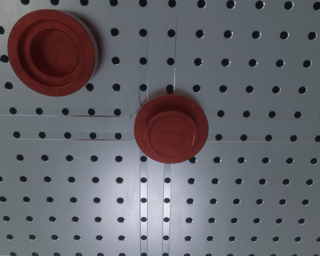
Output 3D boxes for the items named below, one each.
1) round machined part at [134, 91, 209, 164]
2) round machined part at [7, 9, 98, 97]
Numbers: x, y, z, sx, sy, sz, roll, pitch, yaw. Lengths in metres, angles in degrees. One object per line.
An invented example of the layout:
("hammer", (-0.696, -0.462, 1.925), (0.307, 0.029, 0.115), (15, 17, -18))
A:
("round machined part", (0.015, 0.004, 0.406), (0.099, 0.042, 0.097), (0, 110, 0))
("round machined part", (-0.123, -0.090, 0.370), (0.099, 0.042, 0.097), (0, 110, 0))
